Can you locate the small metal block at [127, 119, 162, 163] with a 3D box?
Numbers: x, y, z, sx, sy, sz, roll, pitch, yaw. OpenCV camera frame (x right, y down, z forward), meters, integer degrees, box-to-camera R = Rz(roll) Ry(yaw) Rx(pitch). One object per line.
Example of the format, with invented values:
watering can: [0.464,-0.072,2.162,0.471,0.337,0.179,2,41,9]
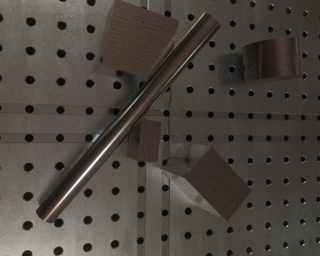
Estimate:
small metal block: [-0.021,0.015,0.393,0.025,0.050,0.050,6,88,-20]

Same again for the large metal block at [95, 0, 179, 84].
large metal block: [-0.030,-0.102,0.389,0.081,0.050,0.080,12,86,-20]

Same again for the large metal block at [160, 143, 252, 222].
large metal block: [0.057,0.067,0.406,0.080,0.080,0.050,47,76,-15]

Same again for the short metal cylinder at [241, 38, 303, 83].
short metal cylinder: [0.160,-0.094,0.444,0.081,0.080,0.050,-6,92,-20]

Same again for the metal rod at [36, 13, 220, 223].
metal rod: [-0.037,-0.011,0.361,0.025,0.025,0.300,40,91,-16]
